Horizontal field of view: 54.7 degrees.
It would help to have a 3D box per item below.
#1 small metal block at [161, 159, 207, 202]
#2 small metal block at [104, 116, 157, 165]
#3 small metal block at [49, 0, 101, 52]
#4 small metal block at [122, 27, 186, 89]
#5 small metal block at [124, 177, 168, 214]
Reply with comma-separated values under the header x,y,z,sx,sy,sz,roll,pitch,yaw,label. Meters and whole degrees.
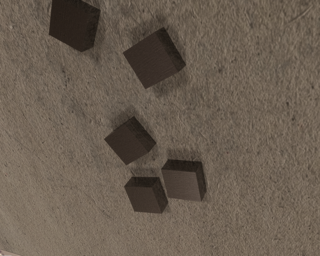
x,y,z,sx,sy,sz,roll,pitch,yaw,label
0.034,0.073,0.433,0.050,0.025,0.050,1,119,27,small metal block
-0.043,0.019,0.439,0.050,0.025,0.050,-32,101,38,small metal block
-0.106,-0.130,0.381,0.050,0.025,0.050,30,128,9,small metal block
-0.006,-0.080,0.359,0.050,0.025,0.050,-22,107,36,small metal block
-0.021,0.104,0.480,0.050,0.025,0.050,-4,117,30,small metal block
